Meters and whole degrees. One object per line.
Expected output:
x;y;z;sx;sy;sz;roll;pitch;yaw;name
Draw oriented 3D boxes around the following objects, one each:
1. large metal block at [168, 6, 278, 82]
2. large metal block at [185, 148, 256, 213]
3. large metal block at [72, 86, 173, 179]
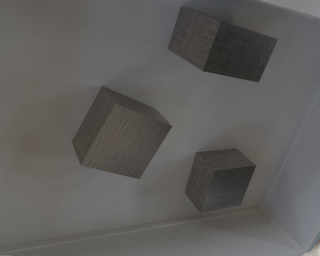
0.068;-0.095;0.351;0.081;0.080;0.050;4;116;-31;large metal block
0.095;0.082;0.495;0.081;0.050;0.079;-3;120;-27;large metal block
-0.046;0.008;0.372;0.080;0.050;0.080;21;107;-36;large metal block
